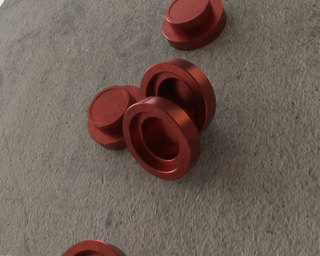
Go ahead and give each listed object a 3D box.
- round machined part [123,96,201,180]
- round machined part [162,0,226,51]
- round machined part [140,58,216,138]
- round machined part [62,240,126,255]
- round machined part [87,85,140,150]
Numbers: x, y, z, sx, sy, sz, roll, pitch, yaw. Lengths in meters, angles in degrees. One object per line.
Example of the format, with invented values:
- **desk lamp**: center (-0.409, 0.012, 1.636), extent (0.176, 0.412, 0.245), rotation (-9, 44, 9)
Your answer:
- **round machined part**: center (0.006, 0.008, 0.361), extent (0.098, 0.097, 0.042), rotation (18, 36, 35)
- **round machined part**: center (0.048, -0.169, 0.472), extent (0.098, 0.042, 0.098), rotation (-13, 56, 21)
- **round machined part**: center (0.026, -0.038, 0.379), extent (0.098, 0.097, 0.042), rotation (18, 34, 35)
- **round machined part**: center (-0.068, 0.172, 0.324), extent (0.098, 0.042, 0.098), rotation (-13, 56, 21)
- **round machined part**: center (-0.063, -0.021, 0.439), extent (0.098, 0.042, 0.098), rotation (-13, 56, 21)
